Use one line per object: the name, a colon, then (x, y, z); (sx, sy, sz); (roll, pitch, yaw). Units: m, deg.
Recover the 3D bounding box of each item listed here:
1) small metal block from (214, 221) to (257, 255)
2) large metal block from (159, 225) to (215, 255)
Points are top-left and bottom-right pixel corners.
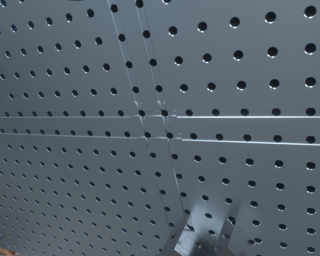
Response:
small metal block: (0.109, 0.171, 0.443); (0.050, 0.050, 0.025); (49, 128, -7)
large metal block: (0.047, 0.219, 0.505); (0.080, 0.050, 0.079); (36, 129, 3)
